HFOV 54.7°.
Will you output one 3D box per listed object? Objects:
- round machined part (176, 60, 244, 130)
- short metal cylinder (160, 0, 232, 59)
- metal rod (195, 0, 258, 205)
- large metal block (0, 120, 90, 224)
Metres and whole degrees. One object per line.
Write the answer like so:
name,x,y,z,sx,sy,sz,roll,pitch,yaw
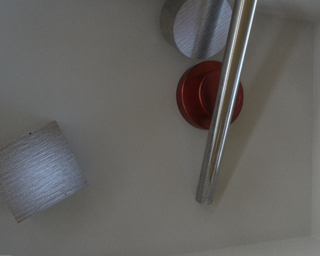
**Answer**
round machined part,0.076,-0.045,0.431,0.099,0.042,0.097,0,90,-21
short metal cylinder,0.046,-0.135,0.398,0.081,0.050,0.079,-10,122,-16
metal rod,0.081,-0.036,0.383,0.025,0.025,0.298,0,113,-20
large metal block,-0.137,0.045,0.347,0.081,0.050,0.080,-28,100,-18
